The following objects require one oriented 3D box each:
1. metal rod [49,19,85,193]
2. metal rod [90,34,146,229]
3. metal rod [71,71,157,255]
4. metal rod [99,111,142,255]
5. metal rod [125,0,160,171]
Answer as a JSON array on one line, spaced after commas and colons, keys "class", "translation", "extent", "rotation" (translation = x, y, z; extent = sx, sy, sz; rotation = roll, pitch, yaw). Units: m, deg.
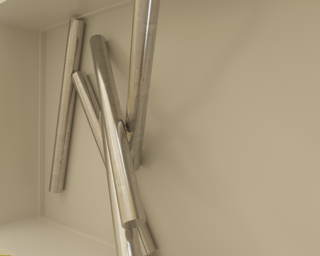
[{"class": "metal rod", "translation": [-0.163, -0.033, 0.537], "extent": [0.025, 0.025, 0.298], "rotation": [16, 100, 38]}, {"class": "metal rod", "translation": [-0.062, -0.020, 0.400], "extent": [0.025, 0.025, 0.299], "rotation": [-42, 48, 31]}, {"class": "metal rod", "translation": [-0.076, 0.041, 0.466], "extent": [0.025, 0.025, 0.299], "rotation": [-38, 67, 33]}, {"class": "metal rod", "translation": [-0.047, 0.080, 0.367], "extent": [0.025, 0.025, 0.300], "rotation": [-50, 37, 28]}, {"class": "metal rod", "translation": [-0.022, -0.061, 0.348], "extent": [0.025, 0.025, 0.298], "rotation": [39, 137, 32]}]
